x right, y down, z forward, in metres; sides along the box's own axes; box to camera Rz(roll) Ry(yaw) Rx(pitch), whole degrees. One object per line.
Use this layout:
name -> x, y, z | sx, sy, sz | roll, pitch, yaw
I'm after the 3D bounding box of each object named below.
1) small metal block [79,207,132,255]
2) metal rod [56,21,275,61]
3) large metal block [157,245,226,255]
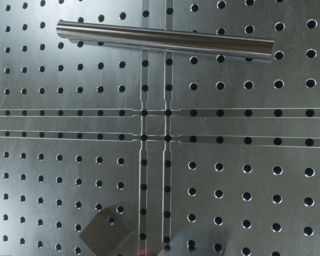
small metal block -> -0.078, 0.150, 0.439 | 0.050, 0.025, 0.050 | 42, 103, 15
metal rod -> -0.007, -0.120, 0.414 | 0.301, 0.025, 0.025 | 11, 94, 19
large metal block -> 0.035, 0.182, 0.371 | 0.080, 0.080, 0.050 | -4, 89, 19
